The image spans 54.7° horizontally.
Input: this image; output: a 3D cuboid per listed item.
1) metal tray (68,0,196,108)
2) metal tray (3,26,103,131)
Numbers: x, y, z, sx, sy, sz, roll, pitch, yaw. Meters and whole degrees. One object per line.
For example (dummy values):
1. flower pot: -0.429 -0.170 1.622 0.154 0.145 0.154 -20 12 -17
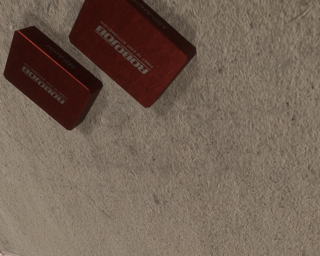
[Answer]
1. metal tray: -0.035 -0.097 0.361 0.130 0.030 0.090 41 129 -1
2. metal tray: -0.154 -0.068 0.440 0.130 0.030 0.089 40 129 0
